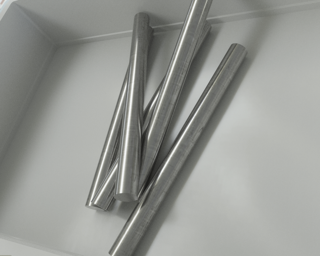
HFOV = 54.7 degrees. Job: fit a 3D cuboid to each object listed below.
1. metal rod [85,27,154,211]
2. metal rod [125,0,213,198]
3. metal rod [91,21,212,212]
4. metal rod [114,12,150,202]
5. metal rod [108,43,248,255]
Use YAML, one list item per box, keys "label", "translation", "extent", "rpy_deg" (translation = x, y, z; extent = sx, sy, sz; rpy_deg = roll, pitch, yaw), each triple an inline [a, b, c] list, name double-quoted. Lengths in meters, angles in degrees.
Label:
- label: "metal rod"
  translation: [-0.052, -0.031, 0.452]
  extent: [0.025, 0.025, 0.300]
  rpy_deg: [-2, 61, 27]
- label: "metal rod"
  translation: [0.017, -0.058, 0.379]
  extent: [0.025, 0.025, 0.299]
  rpy_deg: [18, 87, 35]
- label: "metal rod"
  translation: [-0.002, -0.031, 0.415]
  extent: [0.025, 0.025, 0.300]
  rpy_deg: [15, 66, 34]
- label: "metal rod"
  translation: [-0.032, -0.050, 0.411]
  extent: [0.025, 0.025, 0.300]
  rpy_deg: [-13, 53, 21]
- label: "metal rod"
  translation: [0.030, 0.019, 0.378]
  extent: [0.025, 0.025, 0.300]
  rpy_deg: [21, 73, 36]
